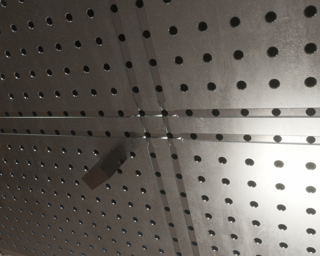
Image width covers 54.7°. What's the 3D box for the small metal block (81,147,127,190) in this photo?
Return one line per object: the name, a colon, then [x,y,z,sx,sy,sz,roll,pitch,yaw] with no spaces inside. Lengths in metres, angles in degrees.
small metal block: [-0.086,0.063,0.477,0.025,0.050,0.050,49,128,-6]
